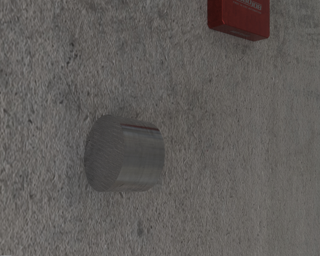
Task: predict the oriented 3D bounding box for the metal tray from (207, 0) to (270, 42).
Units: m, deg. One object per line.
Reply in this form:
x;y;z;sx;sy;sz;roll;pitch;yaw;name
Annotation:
0.133;-0.201;0.512;0.131;0.030;0.089;-1;91;-40;metal tray

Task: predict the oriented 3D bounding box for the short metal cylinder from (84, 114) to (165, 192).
-0.040;0.029;0.335;0.050;0.080;0.080;10;84;-40;short metal cylinder
